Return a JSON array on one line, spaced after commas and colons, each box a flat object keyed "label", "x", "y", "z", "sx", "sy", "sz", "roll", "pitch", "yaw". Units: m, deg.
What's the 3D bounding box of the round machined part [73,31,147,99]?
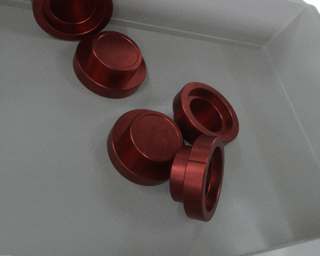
[{"label": "round machined part", "x": -0.063, "y": -0.091, "z": 0.418, "sx": 0.099, "sy": 0.042, "sz": 0.098, "roll": 14, "pitch": 56, "yaw": -21}]

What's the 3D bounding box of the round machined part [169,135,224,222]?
[{"label": "round machined part", "x": 0.043, "y": 0.056, "z": 0.363, "sx": 0.042, "sy": 0.098, "sz": 0.098, "roll": 6, "pitch": 48, "yaw": 23}]

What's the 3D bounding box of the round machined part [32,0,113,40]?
[{"label": "round machined part", "x": -0.114, "y": -0.164, "z": 0.399, "sx": 0.099, "sy": 0.097, "sz": 0.042, "roll": -3, "pitch": 58, "yaw": -30}]

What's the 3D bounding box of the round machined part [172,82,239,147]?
[{"label": "round machined part", "x": 0.058, "y": -0.013, "z": 0.430, "sx": 0.099, "sy": 0.042, "sz": 0.098, "roll": 20, "pitch": 48, "yaw": -24}]

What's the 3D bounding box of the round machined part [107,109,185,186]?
[{"label": "round machined part", "x": -0.011, "y": 0.018, "z": 0.379, "sx": 0.099, "sy": 0.042, "sz": 0.098, "roll": 14, "pitch": 56, "yaw": -21}]
